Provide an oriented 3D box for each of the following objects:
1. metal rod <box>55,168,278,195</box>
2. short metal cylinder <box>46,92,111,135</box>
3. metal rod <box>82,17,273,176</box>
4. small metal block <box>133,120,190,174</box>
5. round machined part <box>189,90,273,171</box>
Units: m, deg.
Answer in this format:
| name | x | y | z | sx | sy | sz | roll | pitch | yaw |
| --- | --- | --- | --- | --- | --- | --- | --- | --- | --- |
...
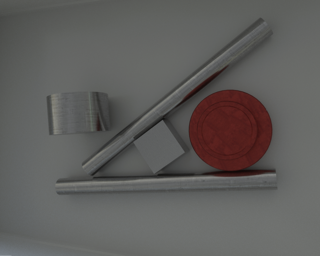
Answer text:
| name | x | y | z | sx | sy | sz | roll | pitch | yaw |
| --- | --- | --- | --- | --- | --- | --- | --- | --- | --- |
| metal rod | -0.006 | 0.073 | 0.410 | 0.301 | 0.025 | 0.025 | -6 | 88 | 19 |
| short metal cylinder | -0.109 | -0.018 | 0.417 | 0.080 | 0.080 | 0.050 | -5 | 89 | 19 |
| metal rod | 0.012 | -0.031 | 0.404 | 0.300 | 0.025 | 0.025 | -38 | 78 | 15 |
| small metal block | 0.002 | 0.024 | 0.407 | 0.050 | 0.025 | 0.050 | -37 | 79 | 16 |
| round machined part | 0.082 | 0.003 | 0.369 | 0.098 | 0.042 | 0.097 | 0 | 90 | 19 |
